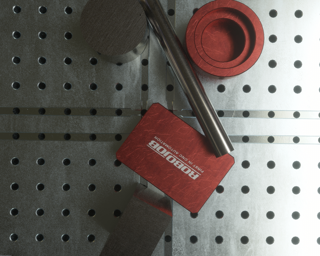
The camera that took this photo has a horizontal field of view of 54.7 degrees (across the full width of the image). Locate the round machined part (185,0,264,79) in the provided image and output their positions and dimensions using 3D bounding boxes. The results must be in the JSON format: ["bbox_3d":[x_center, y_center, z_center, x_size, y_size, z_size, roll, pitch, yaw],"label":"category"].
[{"bbox_3d":[0.081,-0.112,0.405,0.099,0.042,0.097,0,90,0],"label":"round machined part"}]

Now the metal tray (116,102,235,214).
[{"bbox_3d":[0.020,0.038,0.411,0.130,0.030,0.090,36,90,0],"label":"metal tray"}]

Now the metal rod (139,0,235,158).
[{"bbox_3d":[0.016,-0.102,0.397,0.025,0.025,0.299,-26,84,0],"label":"metal rod"}]

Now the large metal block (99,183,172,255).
[{"bbox_3d":[-0.027,0.122,0.386,0.050,0.080,0.080,29,90,0],"label":"large metal block"}]

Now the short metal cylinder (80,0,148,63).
[{"bbox_3d":[-0.057,-0.128,0.400,0.081,0.050,0.079,0,90,0],"label":"short metal cylinder"}]
